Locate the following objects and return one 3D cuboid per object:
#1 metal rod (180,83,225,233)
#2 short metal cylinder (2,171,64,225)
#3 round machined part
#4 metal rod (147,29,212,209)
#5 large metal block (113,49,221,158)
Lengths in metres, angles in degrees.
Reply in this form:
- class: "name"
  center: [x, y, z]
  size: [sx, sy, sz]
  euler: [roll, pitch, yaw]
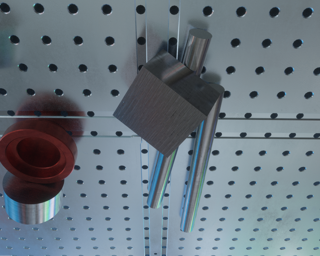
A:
- class: "metal rod"
  center: [0.057, 0.066, 0.468]
  size: [0.025, 0.025, 0.298]
  euler: [2, 130, -2]
- class: "short metal cylinder"
  center: [-0.183, 0.092, 0.452]
  size: [0.081, 0.080, 0.050]
  euler: [11, 129, -10]
- class: "round machined part"
  center: [-0.162, 0.027, 0.420]
  size: [0.099, 0.042, 0.097]
  euler: [-1, 128, -1]
- class: "metal rod"
  center: [0.017, 0.012, 0.421]
  size: [0.025, 0.025, 0.298]
  euler: [8, 130, -7]
- class: "large metal block"
  center: [0.006, -0.026, 0.348]
  size: [0.080, 0.050, 0.080]
  euler: [38, 132, -1]
